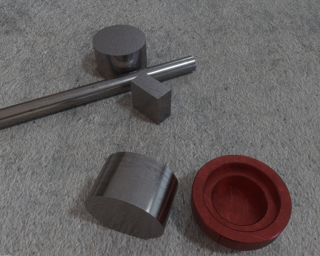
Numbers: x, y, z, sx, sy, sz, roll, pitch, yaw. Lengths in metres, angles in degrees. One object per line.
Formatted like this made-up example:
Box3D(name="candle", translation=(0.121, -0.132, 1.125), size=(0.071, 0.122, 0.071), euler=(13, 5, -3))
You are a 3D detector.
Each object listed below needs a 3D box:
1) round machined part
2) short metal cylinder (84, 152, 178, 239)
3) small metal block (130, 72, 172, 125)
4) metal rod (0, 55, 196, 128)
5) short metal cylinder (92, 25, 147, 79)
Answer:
Box3D(name="round machined part", translation=(0.081, 0.080, 0.325), size=(0.099, 0.042, 0.098), euler=(0, 50, 0))
Box3D(name="short metal cylinder", translation=(-0.027, 0.068, 0.310), size=(0.080, 0.080, 0.050), euler=(14, 52, 11))
Box3D(name="small metal block", translation=(-0.012, -0.040, 0.420), size=(0.050, 0.050, 0.025), euler=(36, 59, 26))
Box3D(name="metal rod", translation=(-0.087, -0.055, 0.448), size=(0.302, 0.025, 0.025), euler=(-19, 53, -16))
Box3D(name="short metal cylinder", translation=(-0.061, -0.118, 0.485), size=(0.081, 0.050, 0.080), euler=(0, 50, 0))
